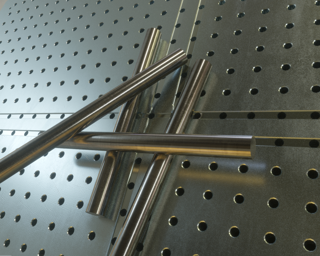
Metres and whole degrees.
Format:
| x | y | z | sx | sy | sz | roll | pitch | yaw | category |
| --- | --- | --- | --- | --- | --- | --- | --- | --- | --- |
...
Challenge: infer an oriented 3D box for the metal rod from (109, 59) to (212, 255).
| x | y | z | sx | sy | sz | roll | pitch | yaw | category |
| --- | --- | --- | --- | --- | --- | --- | --- | --- | --- |
| 0.002 | 0.041 | 0.382 | 0.025 | 0.025 | 0.300 | 11 | 67 | 33 | metal rod |

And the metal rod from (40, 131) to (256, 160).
| x | y | z | sx | sy | sz | roll | pitch | yaw | category |
| --- | --- | --- | --- | --- | --- | --- | --- | --- | --- |
| -0.038 | 0.018 | 0.384 | 0.300 | 0.025 | 0.025 | 1 | 62 | 28 | metal rod |

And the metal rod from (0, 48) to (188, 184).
| x | y | z | sx | sy | sz | roll | pitch | yaw | category |
| --- | --- | --- | --- | --- | --- | --- | --- | --- | --- |
| -0.086 | -0.024 | 0.418 | 0.301 | 0.025 | 0.025 | -35 | 49 | -16 | metal rod |

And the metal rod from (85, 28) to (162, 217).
| x | y | z | sx | sy | sz | roll | pitch | yaw | category |
| --- | --- | --- | --- | --- | --- | --- | --- | --- | --- |
| -0.045 | -0.024 | 0.447 | 0.025 | 0.025 | 0.300 | 1 | 62 | 29 | metal rod |
